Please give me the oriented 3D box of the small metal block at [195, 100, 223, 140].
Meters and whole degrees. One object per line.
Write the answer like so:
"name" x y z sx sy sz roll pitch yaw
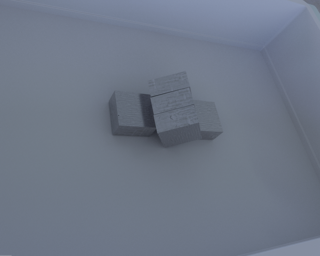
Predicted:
"small metal block" 0.057 -0.012 0.444 0.050 0.025 0.050 3 60 -27

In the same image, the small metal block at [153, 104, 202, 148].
"small metal block" 0.024 -0.001 0.389 0.050 0.050 0.025 -15 64 5

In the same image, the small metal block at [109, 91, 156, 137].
"small metal block" -0.035 -0.018 0.397 0.050 0.025 0.050 4 60 -27

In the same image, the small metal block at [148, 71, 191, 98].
"small metal block" 0.016 -0.046 0.412 0.050 0.050 0.025 -14 63 5

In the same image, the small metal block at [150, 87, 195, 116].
"small metal block" 0.019 -0.023 0.401 0.050 0.050 0.025 -15 64 5
